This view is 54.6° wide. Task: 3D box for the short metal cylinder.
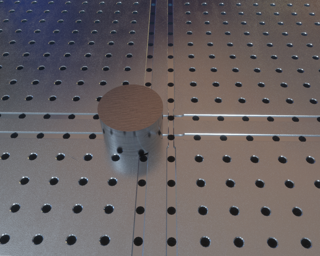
[{"bbox_3d":[-0.036,-0.011,0.401,0.080,0.050,0.080,0,50,0],"label":"short metal cylinder"}]
